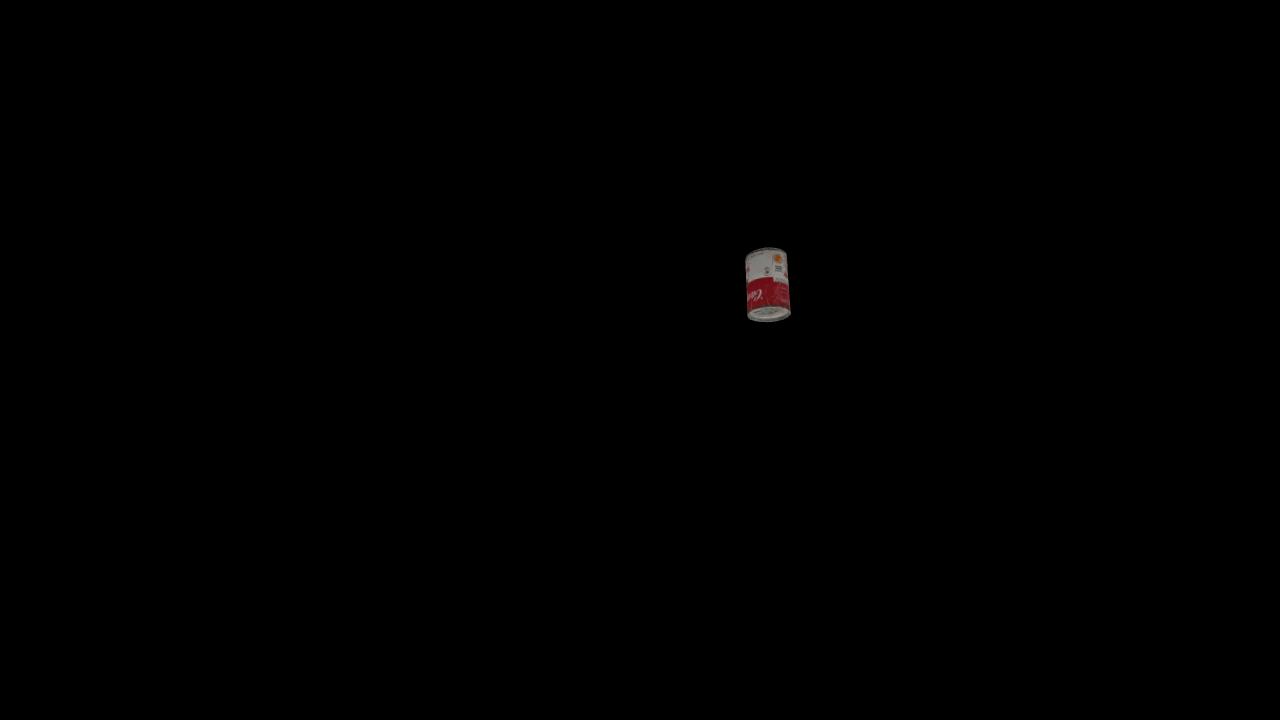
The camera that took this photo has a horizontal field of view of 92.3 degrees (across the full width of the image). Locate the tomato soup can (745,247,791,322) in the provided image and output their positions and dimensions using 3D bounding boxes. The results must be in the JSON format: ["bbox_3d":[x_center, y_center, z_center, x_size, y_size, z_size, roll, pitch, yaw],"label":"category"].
[{"bbox_3d":[0.201,-0.118,0.970,0.068,0.101,0.068,1,-16,0],"label":"tomato soup can"}]
